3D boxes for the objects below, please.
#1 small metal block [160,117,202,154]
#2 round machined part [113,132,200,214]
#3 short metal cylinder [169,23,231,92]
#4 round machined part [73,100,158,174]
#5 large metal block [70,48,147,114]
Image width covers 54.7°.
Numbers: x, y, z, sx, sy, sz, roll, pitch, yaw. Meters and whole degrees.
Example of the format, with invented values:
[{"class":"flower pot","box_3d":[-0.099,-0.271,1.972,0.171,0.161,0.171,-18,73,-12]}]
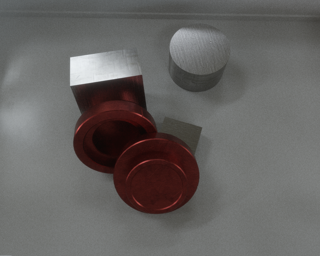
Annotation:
[{"class":"small metal block","box_3d":[0.023,0.019,0.403,0.050,0.025,0.050,17,71,5]},{"class":"round machined part","box_3d":[-0.004,0.058,0.352,0.099,0.042,0.097,-1,109,-2]},{"class":"short metal cylinder","box_3d":[0.053,-0.097,0.433,0.081,0.050,0.080,0,70,0]},{"class":"round machined part","box_3d":[-0.053,0.007,0.376,0.099,0.097,0.042,-9,39,-4]},{"class":"large metal block","box_3d":[-0.062,-0.048,0.391,0.081,0.080,0.050,-10,52,-4]}]
